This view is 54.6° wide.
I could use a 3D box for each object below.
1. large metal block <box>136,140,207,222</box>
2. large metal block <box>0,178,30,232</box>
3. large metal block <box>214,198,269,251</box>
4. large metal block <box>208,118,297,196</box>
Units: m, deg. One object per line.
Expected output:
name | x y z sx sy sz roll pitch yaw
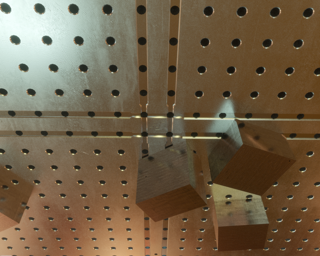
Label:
large metal block | 0.015 0.075 0.439 0.080 0.080 0.050 -24 126 19
large metal block | -0.278 0.126 0.500 0.080 0.050 0.080 -26 126 20
large metal block | 0.138 0.169 0.540 0.080 0.050 0.080 -5 130 4
large metal block | 0.124 0.043 0.432 0.080 0.050 0.080 17 128 -14
